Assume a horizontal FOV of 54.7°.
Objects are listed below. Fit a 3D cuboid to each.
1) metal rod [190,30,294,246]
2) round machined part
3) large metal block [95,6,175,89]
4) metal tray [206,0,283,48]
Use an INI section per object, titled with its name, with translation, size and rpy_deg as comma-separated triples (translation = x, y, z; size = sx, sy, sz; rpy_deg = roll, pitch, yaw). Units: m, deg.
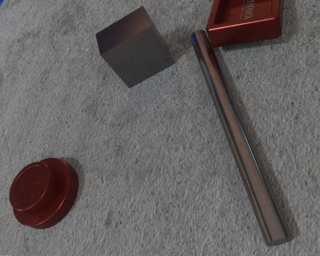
[metal rod]
translation = 0.083, -0.015, 0.369
size = 0.025, 0.025, 0.299
rpy_deg = -23, 53, 14
[round machined part]
translation = -0.166, 0.085, 0.427
size = 0.098, 0.042, 0.098
rpy_deg = -13, 56, 21
[large metal block]
translation = -0.036, -0.117, 0.459
size = 0.080, 0.080, 0.050
rpy_deg = -27, 53, 11
[metal tray]
translation = 0.121, -0.170, 0.428
size = 0.090, 0.030, 0.130
rpy_deg = -2, 51, 27
